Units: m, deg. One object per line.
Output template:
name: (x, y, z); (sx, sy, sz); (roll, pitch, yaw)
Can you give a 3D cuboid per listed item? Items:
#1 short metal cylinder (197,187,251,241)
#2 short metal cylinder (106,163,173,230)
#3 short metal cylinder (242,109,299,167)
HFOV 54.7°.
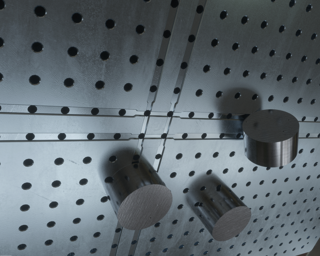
short metal cylinder: (0.114, 0.154, 0.552); (0.081, 0.050, 0.079); (-14, 124, -21)
short metal cylinder: (-0.029, 0.096, 0.438); (0.081, 0.050, 0.079); (-14, 124, -21)
short metal cylinder: (0.170, 0.015, 0.477); (0.080, 0.080, 0.050); (-25, 128, -13)
